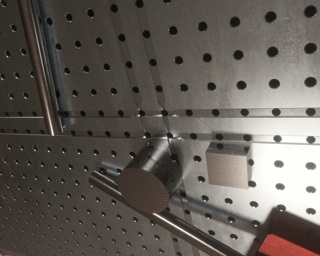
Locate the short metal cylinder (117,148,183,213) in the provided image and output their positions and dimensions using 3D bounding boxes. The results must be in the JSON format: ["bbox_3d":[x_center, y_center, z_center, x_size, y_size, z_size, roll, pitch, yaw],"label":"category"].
[{"bbox_3d":[-0.014,0.076,0.448,0.080,0.050,0.079,13,124,20],"label":"short metal cylinder"}]

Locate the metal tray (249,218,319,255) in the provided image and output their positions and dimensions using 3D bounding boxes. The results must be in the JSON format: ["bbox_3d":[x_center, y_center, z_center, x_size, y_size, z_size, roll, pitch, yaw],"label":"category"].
[{"bbox_3d":[0.176,0.194,0.435,0.090,0.030,0.129,22,127,14],"label":"metal tray"}]

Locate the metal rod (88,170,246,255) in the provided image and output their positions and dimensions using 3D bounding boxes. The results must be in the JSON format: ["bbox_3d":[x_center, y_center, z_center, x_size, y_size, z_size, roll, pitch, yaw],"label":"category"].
[{"bbox_3d":[0.016,0.142,0.467,0.301,0.025,0.025,26,128,20],"label":"metal rod"}]

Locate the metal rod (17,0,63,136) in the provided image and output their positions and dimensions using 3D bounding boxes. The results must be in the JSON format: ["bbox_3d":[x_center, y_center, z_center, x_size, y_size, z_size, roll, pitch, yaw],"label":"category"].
[{"bbox_3d":[-0.170,-0.121,0.423,0.025,0.025,0.298,13,124,20],"label":"metal rod"}]

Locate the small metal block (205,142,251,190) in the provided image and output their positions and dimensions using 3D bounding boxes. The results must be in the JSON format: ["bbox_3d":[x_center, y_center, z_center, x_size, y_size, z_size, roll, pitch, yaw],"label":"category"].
[{"bbox_3d":[0.088,0.047,0.394,0.050,0.025,0.050,4,120,26],"label":"small metal block"}]
